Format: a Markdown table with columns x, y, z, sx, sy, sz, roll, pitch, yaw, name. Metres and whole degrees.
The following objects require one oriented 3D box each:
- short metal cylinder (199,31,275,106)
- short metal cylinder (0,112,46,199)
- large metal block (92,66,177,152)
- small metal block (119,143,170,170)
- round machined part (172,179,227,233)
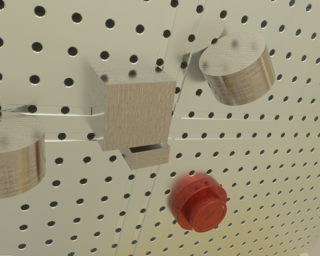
| x | y | z | sx | sy | sz | roll | pitch | yaw | name |
| --- | --- | --- | --- | --- | --- | --- | --- | --- | --- |
| 0.095 | -0.074 | 0.382 | 0.080 | 0.080 | 0.050 | -38 | 129 | -3 | short metal cylinder |
| -0.156 | 0.024 | 0.305 | 0.081 | 0.080 | 0.050 | -5 | 121 | -26 | short metal cylinder |
| -0.033 | -0.025 | 0.362 | 0.081 | 0.050 | 0.079 | -7 | 122 | -25 | large metal block |
| -0.022 | 0.025 | 0.399 | 0.050 | 0.050 | 0.025 | -8 | 122 | -25 | small metal block |
| 0.074 | 0.138 | 0.526 | 0.099 | 0.042 | 0.097 | -14 | 124 | -21 | round machined part |
